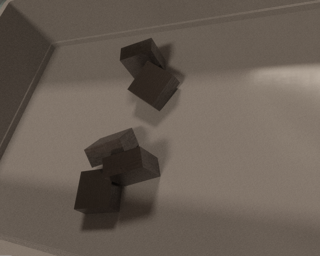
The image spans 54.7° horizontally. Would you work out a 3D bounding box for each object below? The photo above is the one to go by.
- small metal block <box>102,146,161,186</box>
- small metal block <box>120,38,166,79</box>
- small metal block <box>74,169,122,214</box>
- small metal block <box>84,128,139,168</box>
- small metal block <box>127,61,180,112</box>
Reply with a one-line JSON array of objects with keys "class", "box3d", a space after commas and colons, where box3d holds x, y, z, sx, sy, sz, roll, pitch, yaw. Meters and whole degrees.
[{"class": "small metal block", "box3d": [-0.034, 0.048, 0.375, 0.050, 0.050, 0.025, -18, 63, 17]}, {"class": "small metal block", "box3d": [-0.025, -0.101, 0.463, 0.050, 0.050, 0.025, -13, 56, 21]}, {"class": "small metal block", "box3d": [-0.077, 0.081, 0.395, 0.050, 0.025, 0.050, -10, 57, 22]}, {"class": "small metal block", "box3d": [-0.062, 0.025, 0.403, 0.050, 0.025, 0.050, -18, 10, 17]}, {"class": "small metal block", "box3d": [-0.009, -0.059, 0.437, 0.050, 0.025, 0.050, 35, 91, 31]}]
